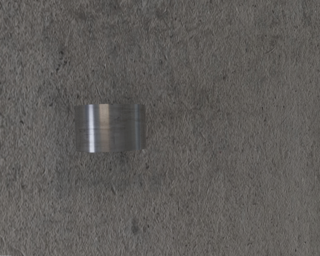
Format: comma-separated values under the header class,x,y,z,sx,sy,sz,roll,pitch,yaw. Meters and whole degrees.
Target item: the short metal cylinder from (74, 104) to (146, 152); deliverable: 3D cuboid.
class,x,y,z,sx,sy,sz,roll,pitch,yaw
short metal cylinder,-0.057,-0.001,0.359,0.081,0.080,0.050,-2,91,-20
